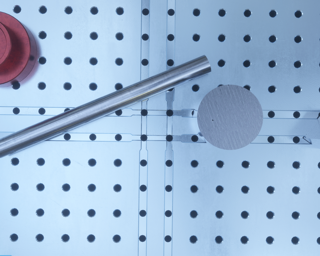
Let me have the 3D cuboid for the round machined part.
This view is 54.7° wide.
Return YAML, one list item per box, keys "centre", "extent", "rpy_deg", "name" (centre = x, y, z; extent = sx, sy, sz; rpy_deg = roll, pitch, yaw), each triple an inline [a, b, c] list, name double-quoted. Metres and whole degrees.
- centre: [-0.218, -0.104, 0.403]
  extent: [0.099, 0.042, 0.097]
  rpy_deg: [0, 90, 0]
  name: "round machined part"

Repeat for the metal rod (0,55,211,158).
- centre: [-0.076, -0.029, 0.412]
  extent: [0.301, 0.025, 0.025]
  rpy_deg: [-22, 90, 0]
  name: "metal rod"

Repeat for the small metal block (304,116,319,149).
- centre: [0.223, 0.001, 0.403]
  extent: [0.025, 0.050, 0.050]
  rpy_deg: [36, 90, 0]
  name: "small metal block"

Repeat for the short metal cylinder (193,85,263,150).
- centre: [0.085, -0.013, 0.401]
  extent: [0.081, 0.050, 0.079]
  rpy_deg: [0, 90, 0]
  name: "short metal cylinder"
